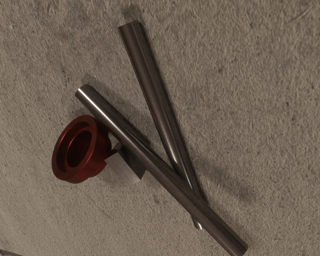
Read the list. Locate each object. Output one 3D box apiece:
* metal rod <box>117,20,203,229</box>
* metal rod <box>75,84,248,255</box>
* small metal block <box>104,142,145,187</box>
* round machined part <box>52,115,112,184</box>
[{"bbox_3d":[0.013,0.011,0.405,0.025,0.025,0.298,-7,115,31],"label":"metal rod"},{"bbox_3d":[-0.003,0.053,0.411,0.300,0.025,0.025,45,129,7],"label":"metal rod"},{"bbox_3d":[-0.044,0.046,0.437,0.025,0.050,0.050,-31,104,26],"label":"small metal block"},{"bbox_3d":[-0.108,0.033,0.448,0.098,0.098,0.042,-18,145,34],"label":"round machined part"}]
